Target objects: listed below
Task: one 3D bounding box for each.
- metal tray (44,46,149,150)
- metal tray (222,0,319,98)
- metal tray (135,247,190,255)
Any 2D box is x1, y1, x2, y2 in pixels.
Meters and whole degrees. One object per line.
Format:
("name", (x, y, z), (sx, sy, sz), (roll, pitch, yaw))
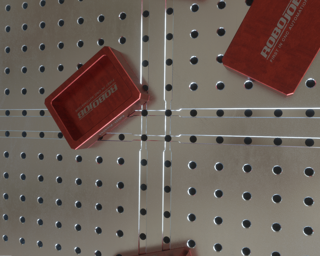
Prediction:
("metal tray", (-0.092, -0.040, 0.441), (0.130, 0.030, 0.090), (-37, 79, 16))
("metal tray", (0.143, -0.112, 0.360), (0.090, 0.030, 0.129), (31, 100, 17))
("metal tray", (-0.014, 0.219, 0.413), (0.130, 0.030, 0.090), (-17, 84, 18))
